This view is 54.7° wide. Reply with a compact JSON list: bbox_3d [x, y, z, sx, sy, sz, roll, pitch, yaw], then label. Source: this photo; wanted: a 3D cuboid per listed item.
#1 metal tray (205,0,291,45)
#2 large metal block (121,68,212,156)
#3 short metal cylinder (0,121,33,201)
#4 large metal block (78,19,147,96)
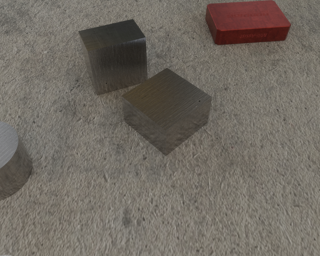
[{"bbox_3d":[0.157,-0.194,0.564,0.131,0.030,0.090,-5,50,-5],"label":"metal tray"},{"bbox_3d":[0.008,-0.024,0.407,0.080,0.050,0.080,-36,59,-27],"label":"large metal block"},{"bbox_3d":[-0.195,0.038,0.354,0.081,0.050,0.080,0,50,0],"label":"short metal cylinder"},{"bbox_3d":[-0.066,-0.103,0.454,0.081,0.080,0.050,-18,53,-15],"label":"large metal block"}]
